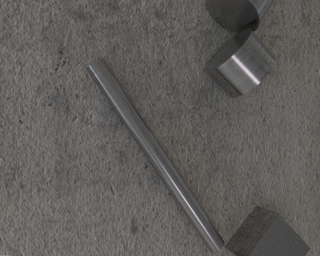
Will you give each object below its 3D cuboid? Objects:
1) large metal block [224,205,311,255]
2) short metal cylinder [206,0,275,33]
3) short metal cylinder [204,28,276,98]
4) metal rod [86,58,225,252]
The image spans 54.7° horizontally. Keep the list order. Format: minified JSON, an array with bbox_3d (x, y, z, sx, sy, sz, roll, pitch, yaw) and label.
[{"bbox_3d":[0.157,0.176,0.455,0.080,0.050,0.080,46,76,-14],"label":"large metal block"},{"bbox_3d":[0.110,-0.175,0.420,0.080,0.080,0.050,37,78,-17],"label":"short metal cylinder"},{"bbox_3d":[0.107,-0.087,0.419,0.050,0.080,0.080,43,77,-15],"label":"short metal cylinder"},{"bbox_3d":[0.000,0.044,0.409,0.025,0.025,0.299,-37,102,-16],"label":"metal rod"}]
